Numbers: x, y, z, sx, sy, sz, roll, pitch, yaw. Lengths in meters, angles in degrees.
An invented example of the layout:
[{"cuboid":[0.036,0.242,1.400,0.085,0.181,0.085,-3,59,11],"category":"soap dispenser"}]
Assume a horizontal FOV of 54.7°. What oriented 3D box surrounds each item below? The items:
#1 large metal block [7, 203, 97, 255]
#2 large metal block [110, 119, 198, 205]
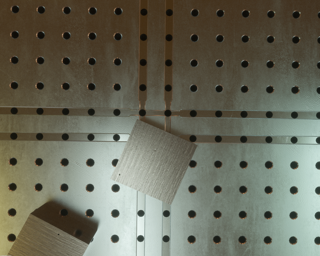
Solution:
[{"cuboid":[-0.141,0.157,0.399,0.080,0.050,0.080,29,90,-1],"category":"large metal block"},{"cuboid":[-0.007,0.041,0.401,0.080,0.050,0.080,24,90,-1],"category":"large metal block"}]
